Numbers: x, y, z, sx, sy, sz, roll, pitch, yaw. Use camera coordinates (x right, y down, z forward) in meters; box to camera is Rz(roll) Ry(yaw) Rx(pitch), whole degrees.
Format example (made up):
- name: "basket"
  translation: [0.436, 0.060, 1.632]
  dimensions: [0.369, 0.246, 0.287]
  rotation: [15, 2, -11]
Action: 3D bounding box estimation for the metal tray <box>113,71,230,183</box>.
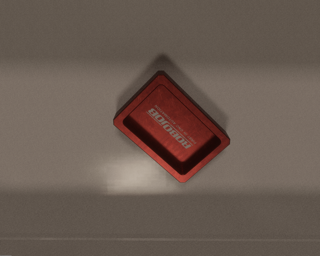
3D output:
- name: "metal tray"
  translation: [0.016, 0.000, 0.408]
  dimensions: [0.130, 0.030, 0.090]
  rotation: [43, 104, -15]
